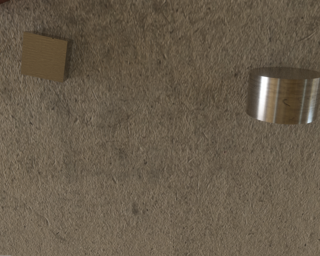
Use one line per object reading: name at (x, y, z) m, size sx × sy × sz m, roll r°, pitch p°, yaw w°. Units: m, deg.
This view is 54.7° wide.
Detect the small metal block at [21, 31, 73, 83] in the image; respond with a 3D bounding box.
small metal block at (-0.137, -0.087, 0.376) m, size 0.050 × 0.025 × 0.050 m, roll 11°, pitch 110°, yaw -5°

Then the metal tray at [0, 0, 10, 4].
metal tray at (-0.160, -0.196, 0.333) m, size 0.130 × 0.030 × 0.090 m, roll -19°, pitch 109°, yaw 6°

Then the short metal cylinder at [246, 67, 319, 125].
short metal cylinder at (0.145, -0.041, 0.367) m, size 0.081 × 0.080 × 0.050 m, roll -1°, pitch 110°, yaw 0°
